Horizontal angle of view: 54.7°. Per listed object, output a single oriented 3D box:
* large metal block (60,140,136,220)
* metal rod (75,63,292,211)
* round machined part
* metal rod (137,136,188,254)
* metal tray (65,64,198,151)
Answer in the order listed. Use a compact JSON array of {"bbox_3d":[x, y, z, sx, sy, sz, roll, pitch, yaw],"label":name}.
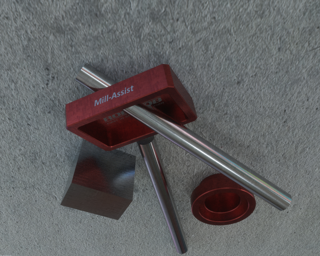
[{"bbox_3d":[-0.082,0.071,0.430,0.080,0.080,0.050,21,127,-17],"label":"large metal block"},{"bbox_3d":[0.036,0.016,0.377,0.301,0.025,0.025,33,124,-9],"label":"metal rod"},{"bbox_3d":[0.098,0.109,0.491,0.099,0.042,0.097,-1,130,0],"label":"round machined part"},{"bbox_3d":[0.012,0.125,0.513,0.025,0.025,0.298,-10,130,8],"label":"metal rod"},{"bbox_3d":[-0.032,-0.018,0.365,0.130,0.030,0.090,-20,152,16],"label":"metal tray"}]
